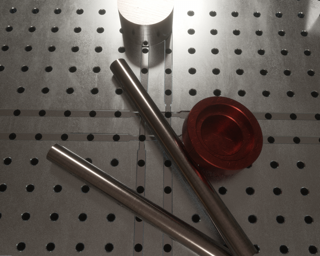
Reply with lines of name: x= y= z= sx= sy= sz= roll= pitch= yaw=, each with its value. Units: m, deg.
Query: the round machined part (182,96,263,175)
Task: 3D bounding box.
round machined part: x=0.075 y=0.012 z=0.391 sx=0.099 sy=0.042 sz=0.098 roll=6 pitch=64 yaw=-12

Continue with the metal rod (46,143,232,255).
metal rod: x=-0.009 y=0.104 z=0.373 sx=0.301 sy=0.025 sz=0.025 roll=30 pitch=73 yaw=10

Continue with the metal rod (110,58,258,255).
metal rod: x=0.018 y=0.026 z=0.392 sx=0.025 sy=0.025 sz=0.299 roll=-30 pitch=69 yaw=-11

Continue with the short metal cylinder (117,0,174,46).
short metal cylinder: x=-0.020 y=-0.170 z=0.460 sx=0.081 sy=0.050 sz=0.080 roll=0 pitch=70 yaw=0
